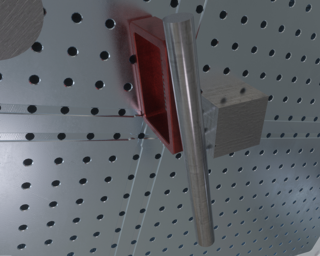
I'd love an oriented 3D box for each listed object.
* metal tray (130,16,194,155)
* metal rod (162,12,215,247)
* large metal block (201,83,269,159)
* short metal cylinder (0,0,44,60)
[{"bbox_3d":[0.005,-0.047,0.342,0.030,0.090,0.129,-19,126,-18],"label":"metal tray"},{"bbox_3d":[0.038,0.031,0.333,0.025,0.025,0.298,-22,127,-15],"label":"metal rod"},{"bbox_3d":[0.100,-0.012,0.442,0.081,0.050,0.079,-14,124,-21],"label":"large metal block"},{"bbox_3d":[-0.142,-0.102,0.255,0.081,0.050,0.079,-14,124,-21],"label":"short metal cylinder"}]
